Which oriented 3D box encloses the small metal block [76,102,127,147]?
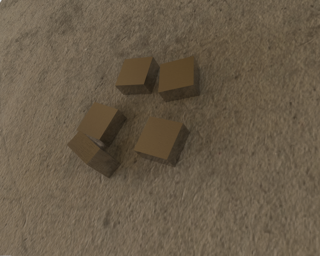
[{"bbox_3d":[-0.085,-0.006,0.450,0.050,0.025,0.050,18,71,34],"label":"small metal block"}]

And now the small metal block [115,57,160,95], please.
[{"bbox_3d":[-0.033,-0.078,0.468,0.050,0.025,0.050,2,62,28],"label":"small metal block"}]

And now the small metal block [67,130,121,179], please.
[{"bbox_3d":[-0.087,0.035,0.410,0.050,0.050,0.025,34,81,38],"label":"small metal block"}]

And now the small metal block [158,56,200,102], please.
[{"bbox_3d":[0.027,-0.067,0.430,0.050,0.025,0.050,-10,58,22],"label":"small metal block"}]

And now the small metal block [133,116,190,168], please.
[{"bbox_3d":[0.003,0.017,0.391,0.050,0.025,0.050,13,68,33],"label":"small metal block"}]
